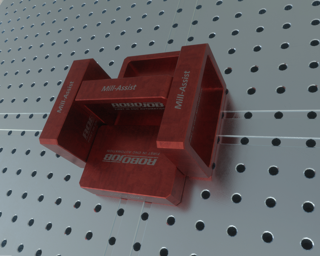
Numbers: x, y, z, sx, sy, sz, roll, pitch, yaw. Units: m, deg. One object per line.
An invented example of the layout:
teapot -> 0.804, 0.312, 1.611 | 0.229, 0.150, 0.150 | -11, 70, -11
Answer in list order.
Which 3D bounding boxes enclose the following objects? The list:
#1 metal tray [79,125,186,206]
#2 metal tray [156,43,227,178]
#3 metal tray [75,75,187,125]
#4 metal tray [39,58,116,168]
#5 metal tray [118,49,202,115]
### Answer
metal tray -> -0.031, 0.043, 0.392 | 0.130, 0.030, 0.090 | 1, 62, 28
metal tray -> 0.042, -0.019, 0.354 | 0.030, 0.090, 0.130 | 1, 62, 28
metal tray -> -0.029, -0.026, 0.394 | 0.130, 0.090, 0.030 | 1, 63, 28
metal tray -> -0.101, -0.019, 0.429 | 0.030, 0.090, 0.130 | 1, 62, 28
metal tray -> -0.001, -0.064, 0.443 | 0.130, 0.030, 0.090 | 1, 62, 28
